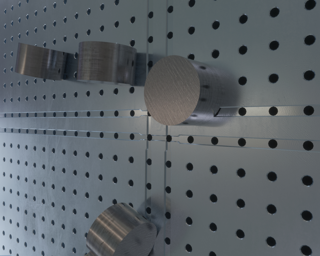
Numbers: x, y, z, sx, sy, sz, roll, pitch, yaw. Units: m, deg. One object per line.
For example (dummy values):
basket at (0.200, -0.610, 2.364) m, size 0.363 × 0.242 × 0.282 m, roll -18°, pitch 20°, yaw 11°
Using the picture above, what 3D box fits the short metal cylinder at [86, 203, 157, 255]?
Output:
short metal cylinder at (-0.050, 0.148, 0.415) m, size 0.050 × 0.081 × 0.079 m, roll 27°, pitch 107°, yaw 37°

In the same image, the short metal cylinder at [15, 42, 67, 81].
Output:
short metal cylinder at (-0.209, -0.117, 0.546) m, size 0.080 × 0.081 × 0.050 m, roll 20°, pitch 103°, yaw 38°

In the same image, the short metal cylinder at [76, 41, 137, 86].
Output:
short metal cylinder at (-0.074, -0.088, 0.435) m, size 0.080 × 0.081 × 0.050 m, roll 9°, pitch 96°, yaw 39°

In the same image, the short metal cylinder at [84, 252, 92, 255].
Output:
short metal cylinder at (-0.086, 0.220, 0.445) m, size 0.050 × 0.081 × 0.079 m, roll 31°, pitch 109°, yaw 36°

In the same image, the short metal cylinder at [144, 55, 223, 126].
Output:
short metal cylinder at (0.028, -0.043, 0.370) m, size 0.080 × 0.050 × 0.079 m, roll 0°, pitch 90°, yaw 40°
